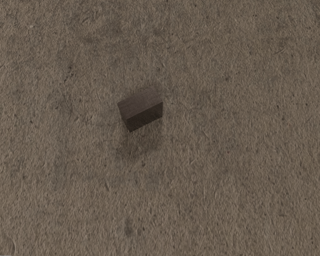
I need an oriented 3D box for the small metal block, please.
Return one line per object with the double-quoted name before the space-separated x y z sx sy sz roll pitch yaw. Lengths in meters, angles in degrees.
"small metal block" -0.025 -0.023 0.403 0.050 0.050 0.025 -27 73 -10
